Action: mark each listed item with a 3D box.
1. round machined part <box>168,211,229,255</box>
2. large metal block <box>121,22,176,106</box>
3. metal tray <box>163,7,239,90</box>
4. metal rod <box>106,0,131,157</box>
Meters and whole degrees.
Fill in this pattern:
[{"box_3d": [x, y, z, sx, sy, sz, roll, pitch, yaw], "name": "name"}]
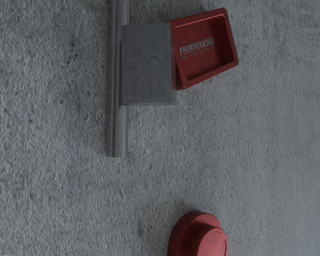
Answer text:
[{"box_3d": [0.061, 0.172, 0.445, 0.099, 0.042, 0.097, 0, 90, -40], "name": "round machined part"}, {"box_3d": [-0.009, -0.067, 0.353, 0.080, 0.050, 0.079, -16, 105, -84], "name": "large metal block"}, {"box_3d": [0.057, -0.116, 0.448, 0.131, 0.030, 0.090, -28, 108, -36], "name": "metal tray"}, {"box_3d": [-0.047, -0.116, 0.364, 0.025, 0.025, 0.298, 2, 89, -40], "name": "metal rod"}]
